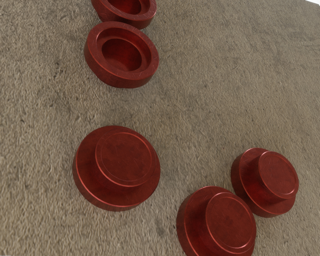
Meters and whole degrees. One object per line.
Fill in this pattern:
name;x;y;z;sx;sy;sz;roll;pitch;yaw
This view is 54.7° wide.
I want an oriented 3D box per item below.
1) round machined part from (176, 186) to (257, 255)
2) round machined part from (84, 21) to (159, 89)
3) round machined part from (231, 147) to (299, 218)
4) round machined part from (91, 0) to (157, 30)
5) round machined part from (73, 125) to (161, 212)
round machined part;0.072;0.114;0.362;0.099;0.042;0.098;14;56;-21
round machined part;-0.054;-0.093;0.421;0.099;0.042;0.098;14;56;-21
round machined part;0.152;0.071;0.431;0.099;0.042;0.098;14;56;-21
round machined part;-0.058;-0.186;0.475;0.099;0.042;0.098;14;56;-21
round machined part;-0.043;0.039;0.345;0.099;0.042;0.098;14;56;-21
